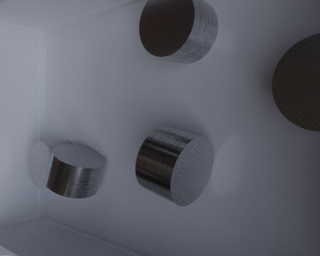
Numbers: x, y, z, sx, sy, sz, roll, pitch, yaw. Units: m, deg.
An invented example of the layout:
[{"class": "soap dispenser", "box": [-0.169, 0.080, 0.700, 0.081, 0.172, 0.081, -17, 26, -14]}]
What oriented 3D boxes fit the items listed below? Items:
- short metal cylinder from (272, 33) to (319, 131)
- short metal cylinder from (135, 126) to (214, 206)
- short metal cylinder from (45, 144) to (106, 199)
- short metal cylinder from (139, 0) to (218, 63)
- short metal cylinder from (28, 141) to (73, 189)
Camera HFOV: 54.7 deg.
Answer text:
[{"class": "short metal cylinder", "box": [0.147, -0.037, 0.269, 0.080, 0.050, 0.079, 0, 90, 39]}, {"class": "short metal cylinder", "box": [0.018, 0.042, 0.354, 0.050, 0.081, 0.079, 18, 101, 38]}, {"class": "short metal cylinder", "box": [-0.129, 0.065, 0.474, 0.080, 0.081, 0.050, 29, 108, 36]}, {"class": "short metal cylinder", "box": [0.022, -0.121, 0.371, 0.080, 0.050, 0.079, 0, 90, 39]}, {"class": "short metal cylinder", "box": [-0.186, 0.062, 0.539, 0.080, 0.050, 0.079, 0, 90, 40]}]
